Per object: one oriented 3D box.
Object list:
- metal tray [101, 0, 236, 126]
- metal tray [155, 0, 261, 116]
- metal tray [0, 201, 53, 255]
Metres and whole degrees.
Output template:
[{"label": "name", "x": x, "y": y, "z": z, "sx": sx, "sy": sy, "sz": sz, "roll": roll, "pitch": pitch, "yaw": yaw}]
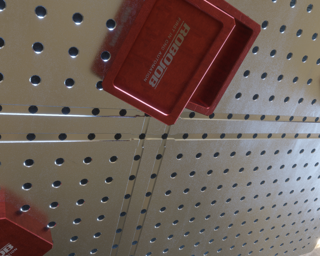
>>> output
[{"label": "metal tray", "x": 0.007, "y": -0.079, "z": 0.333, "sx": 0.090, "sy": 0.030, "sz": 0.129, "roll": 29, "pitch": 106, "yaw": -7}, {"label": "metal tray", "x": 0.056, "y": -0.086, "z": 0.383, "sx": 0.091, "sy": 0.030, "sz": 0.129, "roll": 17, "pitch": 110, "yaw": -35}, {"label": "metal tray", "x": -0.216, "y": 0.161, "z": 0.389, "sx": 0.130, "sy": 0.030, "sz": 0.090, "roll": -38, "pitch": 129, "yaw": -3}]
